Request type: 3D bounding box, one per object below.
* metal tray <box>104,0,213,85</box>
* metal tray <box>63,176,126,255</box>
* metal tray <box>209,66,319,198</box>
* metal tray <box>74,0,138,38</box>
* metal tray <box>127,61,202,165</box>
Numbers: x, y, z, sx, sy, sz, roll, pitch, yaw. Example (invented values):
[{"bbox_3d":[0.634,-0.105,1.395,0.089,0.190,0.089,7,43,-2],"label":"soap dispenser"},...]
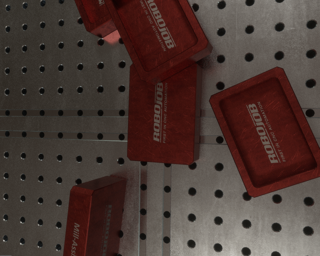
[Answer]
[{"bbox_3d":[-0.005,-0.130,0.378,0.090,0.030,0.130,-27,81,17],"label":"metal tray"},{"bbox_3d":[-0.085,0.135,0.406,0.030,0.090,0.129,8,93,20],"label":"metal tray"},{"bbox_3d":[0.125,0.005,0.365,0.090,0.030,0.129,-24,82,18],"label":"metal tray"},{"bbox_3d":[-0.056,-0.197,0.428,0.130,0.030,0.090,-25,82,18],"label":"metal tray"},{"bbox_3d":[0.006,-0.020,0.407,0.090,0.030,0.129,2,91,19],"label":"metal tray"}]
